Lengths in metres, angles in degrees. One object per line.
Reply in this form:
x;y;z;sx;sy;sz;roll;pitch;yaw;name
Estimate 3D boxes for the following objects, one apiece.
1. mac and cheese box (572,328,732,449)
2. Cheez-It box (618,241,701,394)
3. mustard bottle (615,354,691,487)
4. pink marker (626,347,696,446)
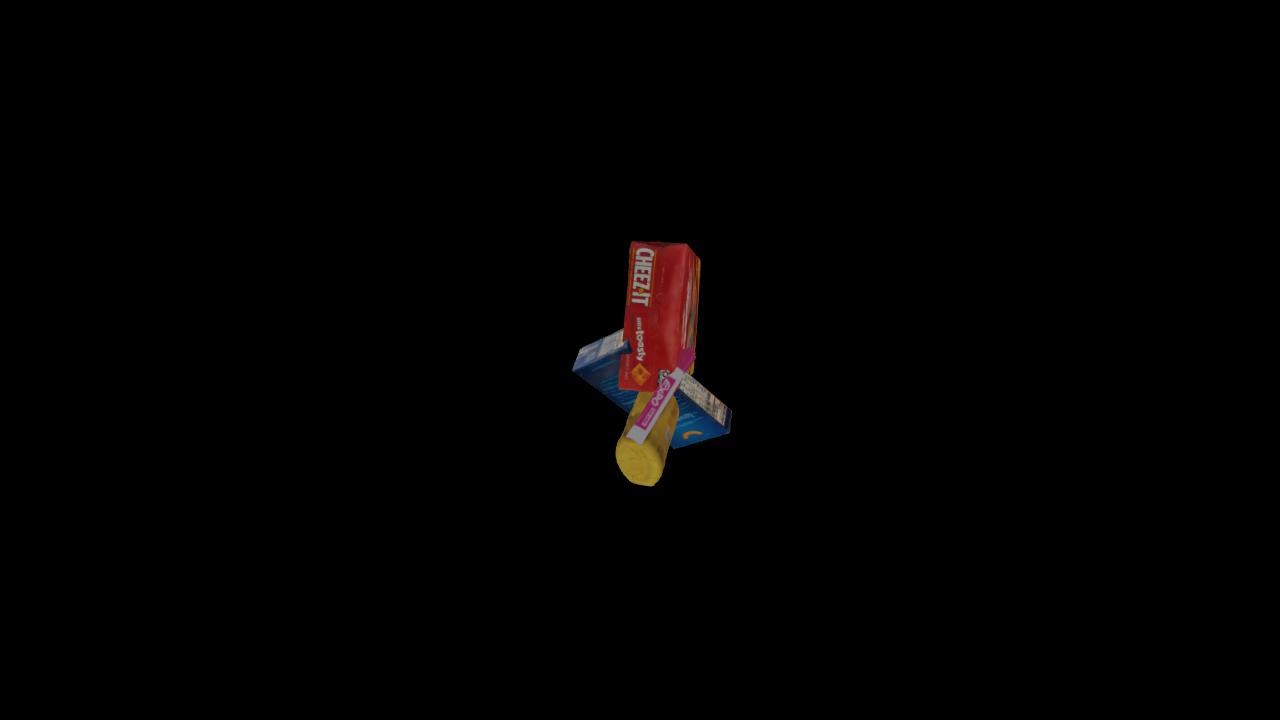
0.018;0.038;0.738;0.093;0.041;0.184;-24;-52;39;mac and cheese box
0.031;-0.053;0.764;0.071;0.166;0.223;5;6;9;Cheez-It box
0.024;0.051;0.732;0.054;0.092;0.184;5;46;20;mustard bottle
0.025;0.037;0.659;0.020;0.121;0.020;31;-16;10;pink marker
